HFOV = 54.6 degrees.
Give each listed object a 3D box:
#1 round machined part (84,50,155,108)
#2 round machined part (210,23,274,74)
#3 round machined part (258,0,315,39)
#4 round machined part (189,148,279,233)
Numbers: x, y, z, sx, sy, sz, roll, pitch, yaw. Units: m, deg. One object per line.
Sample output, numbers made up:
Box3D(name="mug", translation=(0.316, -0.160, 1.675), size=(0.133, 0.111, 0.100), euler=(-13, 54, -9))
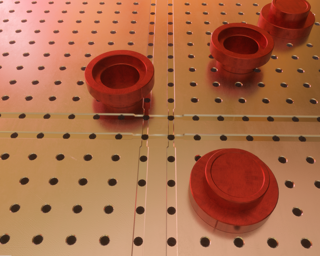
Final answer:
Box3D(name="round machined part", translation=(-0.057, -0.068, 0.454), size=(0.099, 0.042, 0.098), euler=(0, 50, 0))
Box3D(name="round machined part", translation=(0.130, -0.126, 0.503), size=(0.099, 0.042, 0.098), euler=(0, 50, 0))
Box3D(name="round machined part", translation=(0.237, -0.211, 0.575), size=(0.099, 0.042, 0.098), euler=(0, 50, 0))
Box3D(name="round machined part", translation=(0.082, 0.062, 0.345), size=(0.099, 0.042, 0.098), euler=(0, 50, 0))
